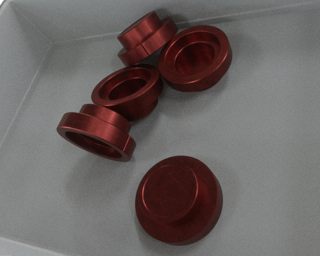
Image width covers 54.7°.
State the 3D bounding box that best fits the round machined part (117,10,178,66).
[{"bbox_3d":[-0.025,-0.138,0.465,0.098,0.042,0.098,-31,23,15],"label":"round machined part"}]

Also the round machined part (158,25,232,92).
[{"bbox_3d":[0.050,-0.089,0.422,0.098,0.042,0.098,-13,56,20],"label":"round machined part"}]

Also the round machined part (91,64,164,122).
[{"bbox_3d":[-0.041,-0.045,0.430,0.098,0.042,0.098,-15,37,11],"label":"round machined part"}]

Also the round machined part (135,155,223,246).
[{"bbox_3d":[0.016,0.074,0.340,0.098,0.042,0.098,-13,56,20],"label":"round machined part"}]

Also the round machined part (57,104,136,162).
[{"bbox_3d":[-0.076,0.004,0.395,0.098,0.098,0.042,8,66,31],"label":"round machined part"}]
